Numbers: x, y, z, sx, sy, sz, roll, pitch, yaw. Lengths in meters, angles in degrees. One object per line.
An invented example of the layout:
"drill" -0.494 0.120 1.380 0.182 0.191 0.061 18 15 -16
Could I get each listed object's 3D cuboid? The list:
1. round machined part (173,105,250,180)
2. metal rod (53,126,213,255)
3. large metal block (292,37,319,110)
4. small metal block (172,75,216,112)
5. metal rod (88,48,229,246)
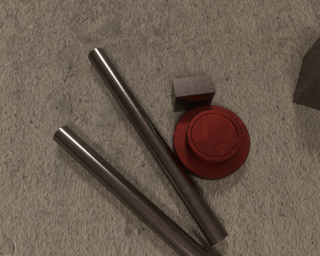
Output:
"round machined part" 0.066 0.015 0.395 0.099 0.042 0.098 0 70 -1
"metal rod" -0.016 0.100 0.371 0.300 0.025 0.025 39 74 13
"large metal block" 0.225 -0.077 0.410 0.050 0.080 0.080 19 71 6
"small metal block" 0.043 -0.045 0.412 0.050 0.050 0.025 -7 71 -3
"metal rod" -0.011 0.012 0.403 0.025 0.025 0.299 -31 73 -11
